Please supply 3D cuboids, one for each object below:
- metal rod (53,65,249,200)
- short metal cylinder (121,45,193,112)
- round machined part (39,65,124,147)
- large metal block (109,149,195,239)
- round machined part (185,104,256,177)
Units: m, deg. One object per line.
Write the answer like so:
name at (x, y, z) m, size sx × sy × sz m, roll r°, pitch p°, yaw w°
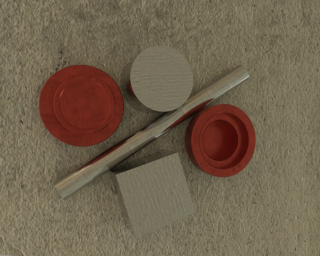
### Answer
metal rod at (0.001, -0.003, 0.411) m, size 0.302 × 0.025 × 0.025 m, roll -33°, pitch 101°, yaw -17°
short metal cylinder at (-0.005, -0.059, 0.394) m, size 0.081 × 0.050 × 0.079 m, roll 0°, pitch 90°, yaw -20°
round machined part at (-0.091, -0.026, 0.367) m, size 0.099 × 0.042 × 0.097 m, roll 0°, pitch 90°, yaw -20°
large metal block at (-0.012, 0.079, 0.393) m, size 0.081 × 0.050 × 0.080 m, roll -18°, pitch 96°, yaw -19°
round machined part at (0.079, 0.017, 0.430) m, size 0.099 × 0.042 × 0.097 m, roll 0°, pitch 90°, yaw -20°
